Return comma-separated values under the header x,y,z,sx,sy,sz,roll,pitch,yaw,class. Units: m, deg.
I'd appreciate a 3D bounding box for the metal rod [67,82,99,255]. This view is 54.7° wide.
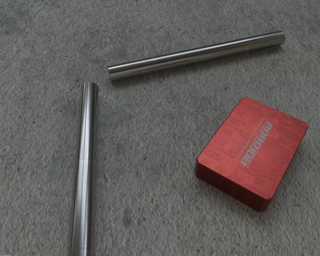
x,y,z,sx,sy,sz,roll,pitch,yaw,class
-0.086,0.057,0.354,0.025,0.025,0.300,-5,50,-4,metal rod

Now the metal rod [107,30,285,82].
x,y,z,sx,sy,sz,roll,pitch,yaw,class
0.066,-0.119,0.503,0.302,0.025,0.025,-15,52,-12,metal rod

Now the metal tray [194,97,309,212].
x,y,z,sx,sy,sz,roll,pitch,yaw,class
0.113,0.025,0.379,0.090,0.030,0.131,28,55,21,metal tray
